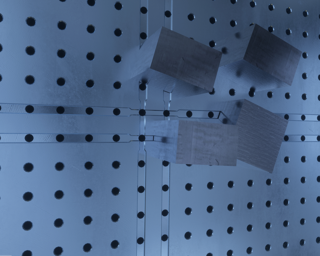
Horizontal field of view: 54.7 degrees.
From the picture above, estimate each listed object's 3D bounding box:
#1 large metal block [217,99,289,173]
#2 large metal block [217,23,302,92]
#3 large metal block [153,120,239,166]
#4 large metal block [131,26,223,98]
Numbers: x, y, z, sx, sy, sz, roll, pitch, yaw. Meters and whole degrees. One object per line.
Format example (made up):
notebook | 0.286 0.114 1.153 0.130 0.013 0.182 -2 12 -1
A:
large metal block | 0.127 0.012 0.448 0.080 0.050 0.080 23 82 -19
large metal block | 0.132 -0.093 0.434 0.080 0.080 0.050 23 83 -19
large metal block | 0.043 0.018 0.401 0.081 0.080 0.050 5 89 -20
large metal block | 0.018 -0.078 0.391 0.081 0.080 0.050 17 84 -20
